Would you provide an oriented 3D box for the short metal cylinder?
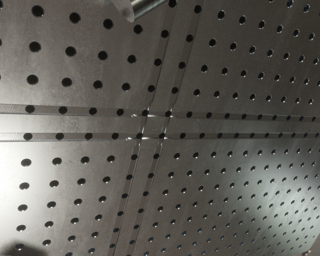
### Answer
[{"bbox_3d":[-0.024,-0.143,0.275,0.050,0.080,0.080,-34,129,-6],"label":"short metal cylinder"}]
